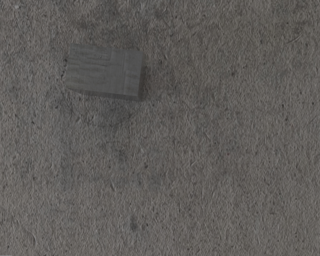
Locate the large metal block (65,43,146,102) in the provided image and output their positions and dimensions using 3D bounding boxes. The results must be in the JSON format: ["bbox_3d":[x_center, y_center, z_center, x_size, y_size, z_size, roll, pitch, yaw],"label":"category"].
[{"bbox_3d":[-0.062,-0.065,0.382,0.080,0.080,0.050,7,90,0],"label":"large metal block"}]
